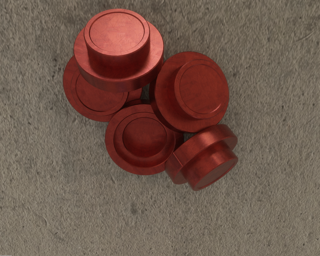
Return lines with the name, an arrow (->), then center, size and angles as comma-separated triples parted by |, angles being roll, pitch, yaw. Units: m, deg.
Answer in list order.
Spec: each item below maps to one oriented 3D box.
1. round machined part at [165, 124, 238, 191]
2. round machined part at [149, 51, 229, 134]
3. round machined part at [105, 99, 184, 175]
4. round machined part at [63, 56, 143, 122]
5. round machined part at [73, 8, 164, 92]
round machined part -> 0.058, 0.043, 0.389 | 0.098, 0.098, 0.042 | -41, 65, 13
round machined part -> 0.040, -0.043, 0.364 | 0.099, 0.042, 0.097 | 1, 86, -21
round machined part -> -0.019, 0.009, 0.405 | 0.099, 0.042, 0.097 | 0, 110, -1
round machined part -> -0.071, -0.053, 0.383 | 0.099, 0.042, 0.097 | 0, 110, -1
round machined part -> -0.045, -0.090, 0.337 | 0.099, 0.098, 0.042 | 1, 152, -1
